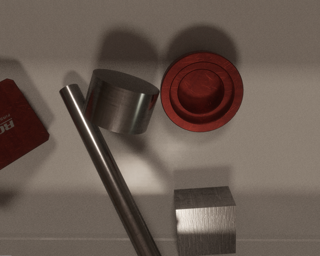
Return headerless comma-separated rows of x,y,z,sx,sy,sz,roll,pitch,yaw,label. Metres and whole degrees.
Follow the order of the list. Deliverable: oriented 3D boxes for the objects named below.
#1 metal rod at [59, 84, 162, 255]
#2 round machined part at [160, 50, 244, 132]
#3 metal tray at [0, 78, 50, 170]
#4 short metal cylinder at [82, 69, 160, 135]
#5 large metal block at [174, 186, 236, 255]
-0.048,0.082,0.378,0.025,0.025,0.299,-28,84,9,metal rod
0.050,-0.047,0.386,0.099,0.042,0.097,0,110,-1,round machined part
-0.215,0.009,0.371,0.131,0.030,0.090,-37,111,-26,metal tray
-0.046,-0.033,0.369,0.080,0.080,0.050,17,109,-7,short metal cylinder
0.064,0.134,0.449,0.081,0.050,0.079,-4,110,1,large metal block
